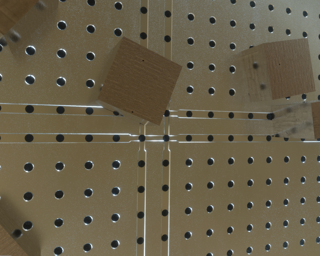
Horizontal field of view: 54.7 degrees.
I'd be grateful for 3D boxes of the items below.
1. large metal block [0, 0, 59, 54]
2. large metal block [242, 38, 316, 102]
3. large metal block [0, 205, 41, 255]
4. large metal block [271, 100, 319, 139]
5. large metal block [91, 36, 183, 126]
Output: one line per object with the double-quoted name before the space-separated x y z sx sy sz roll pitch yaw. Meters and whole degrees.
"large metal block" -0.153 -0.133 0.327 0.050 0.080 0.080 41 77 -16
"large metal block" 0.179 -0.086 0.467 0.081 0.050 0.079 -12 94 -20
"large metal block" -0.188 0.140 0.330 0.080 0.050 0.080 -38 103 -16
"large metal block" 0.231 -0.015 0.471 0.081 0.080 0.050 -9 93 -20
"large metal block" -0.030 -0.055 0.389 0.080 0.050 0.080 23 82 -19
